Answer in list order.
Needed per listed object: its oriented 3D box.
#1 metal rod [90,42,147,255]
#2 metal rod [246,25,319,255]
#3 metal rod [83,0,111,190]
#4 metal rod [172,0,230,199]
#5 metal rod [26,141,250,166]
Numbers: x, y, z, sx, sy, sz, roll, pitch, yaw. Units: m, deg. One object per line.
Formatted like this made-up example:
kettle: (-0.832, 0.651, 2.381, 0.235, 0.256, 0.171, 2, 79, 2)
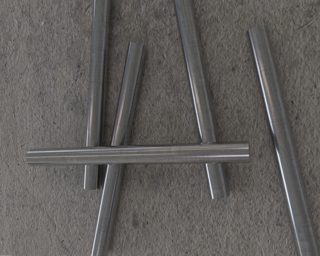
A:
metal rod: (-0.058, 0.033, 0.429, 0.025, 0.025, 0.298, 12, 94, 19)
metal rod: (0.144, 0.029, 0.357, 0.025, 0.025, 0.298, -13, 86, 19)
metal rod: (-0.088, -0.063, 0.440, 0.025, 0.025, 0.298, 4, 91, 20)
metal rod: (0.047, -0.062, 0.392, 0.025, 0.025, 0.298, -12, 86, 19)
metal rod: (-0.042, 0.034, 0.395, 0.301, 0.025, 0.025, -3, 89, 19)
